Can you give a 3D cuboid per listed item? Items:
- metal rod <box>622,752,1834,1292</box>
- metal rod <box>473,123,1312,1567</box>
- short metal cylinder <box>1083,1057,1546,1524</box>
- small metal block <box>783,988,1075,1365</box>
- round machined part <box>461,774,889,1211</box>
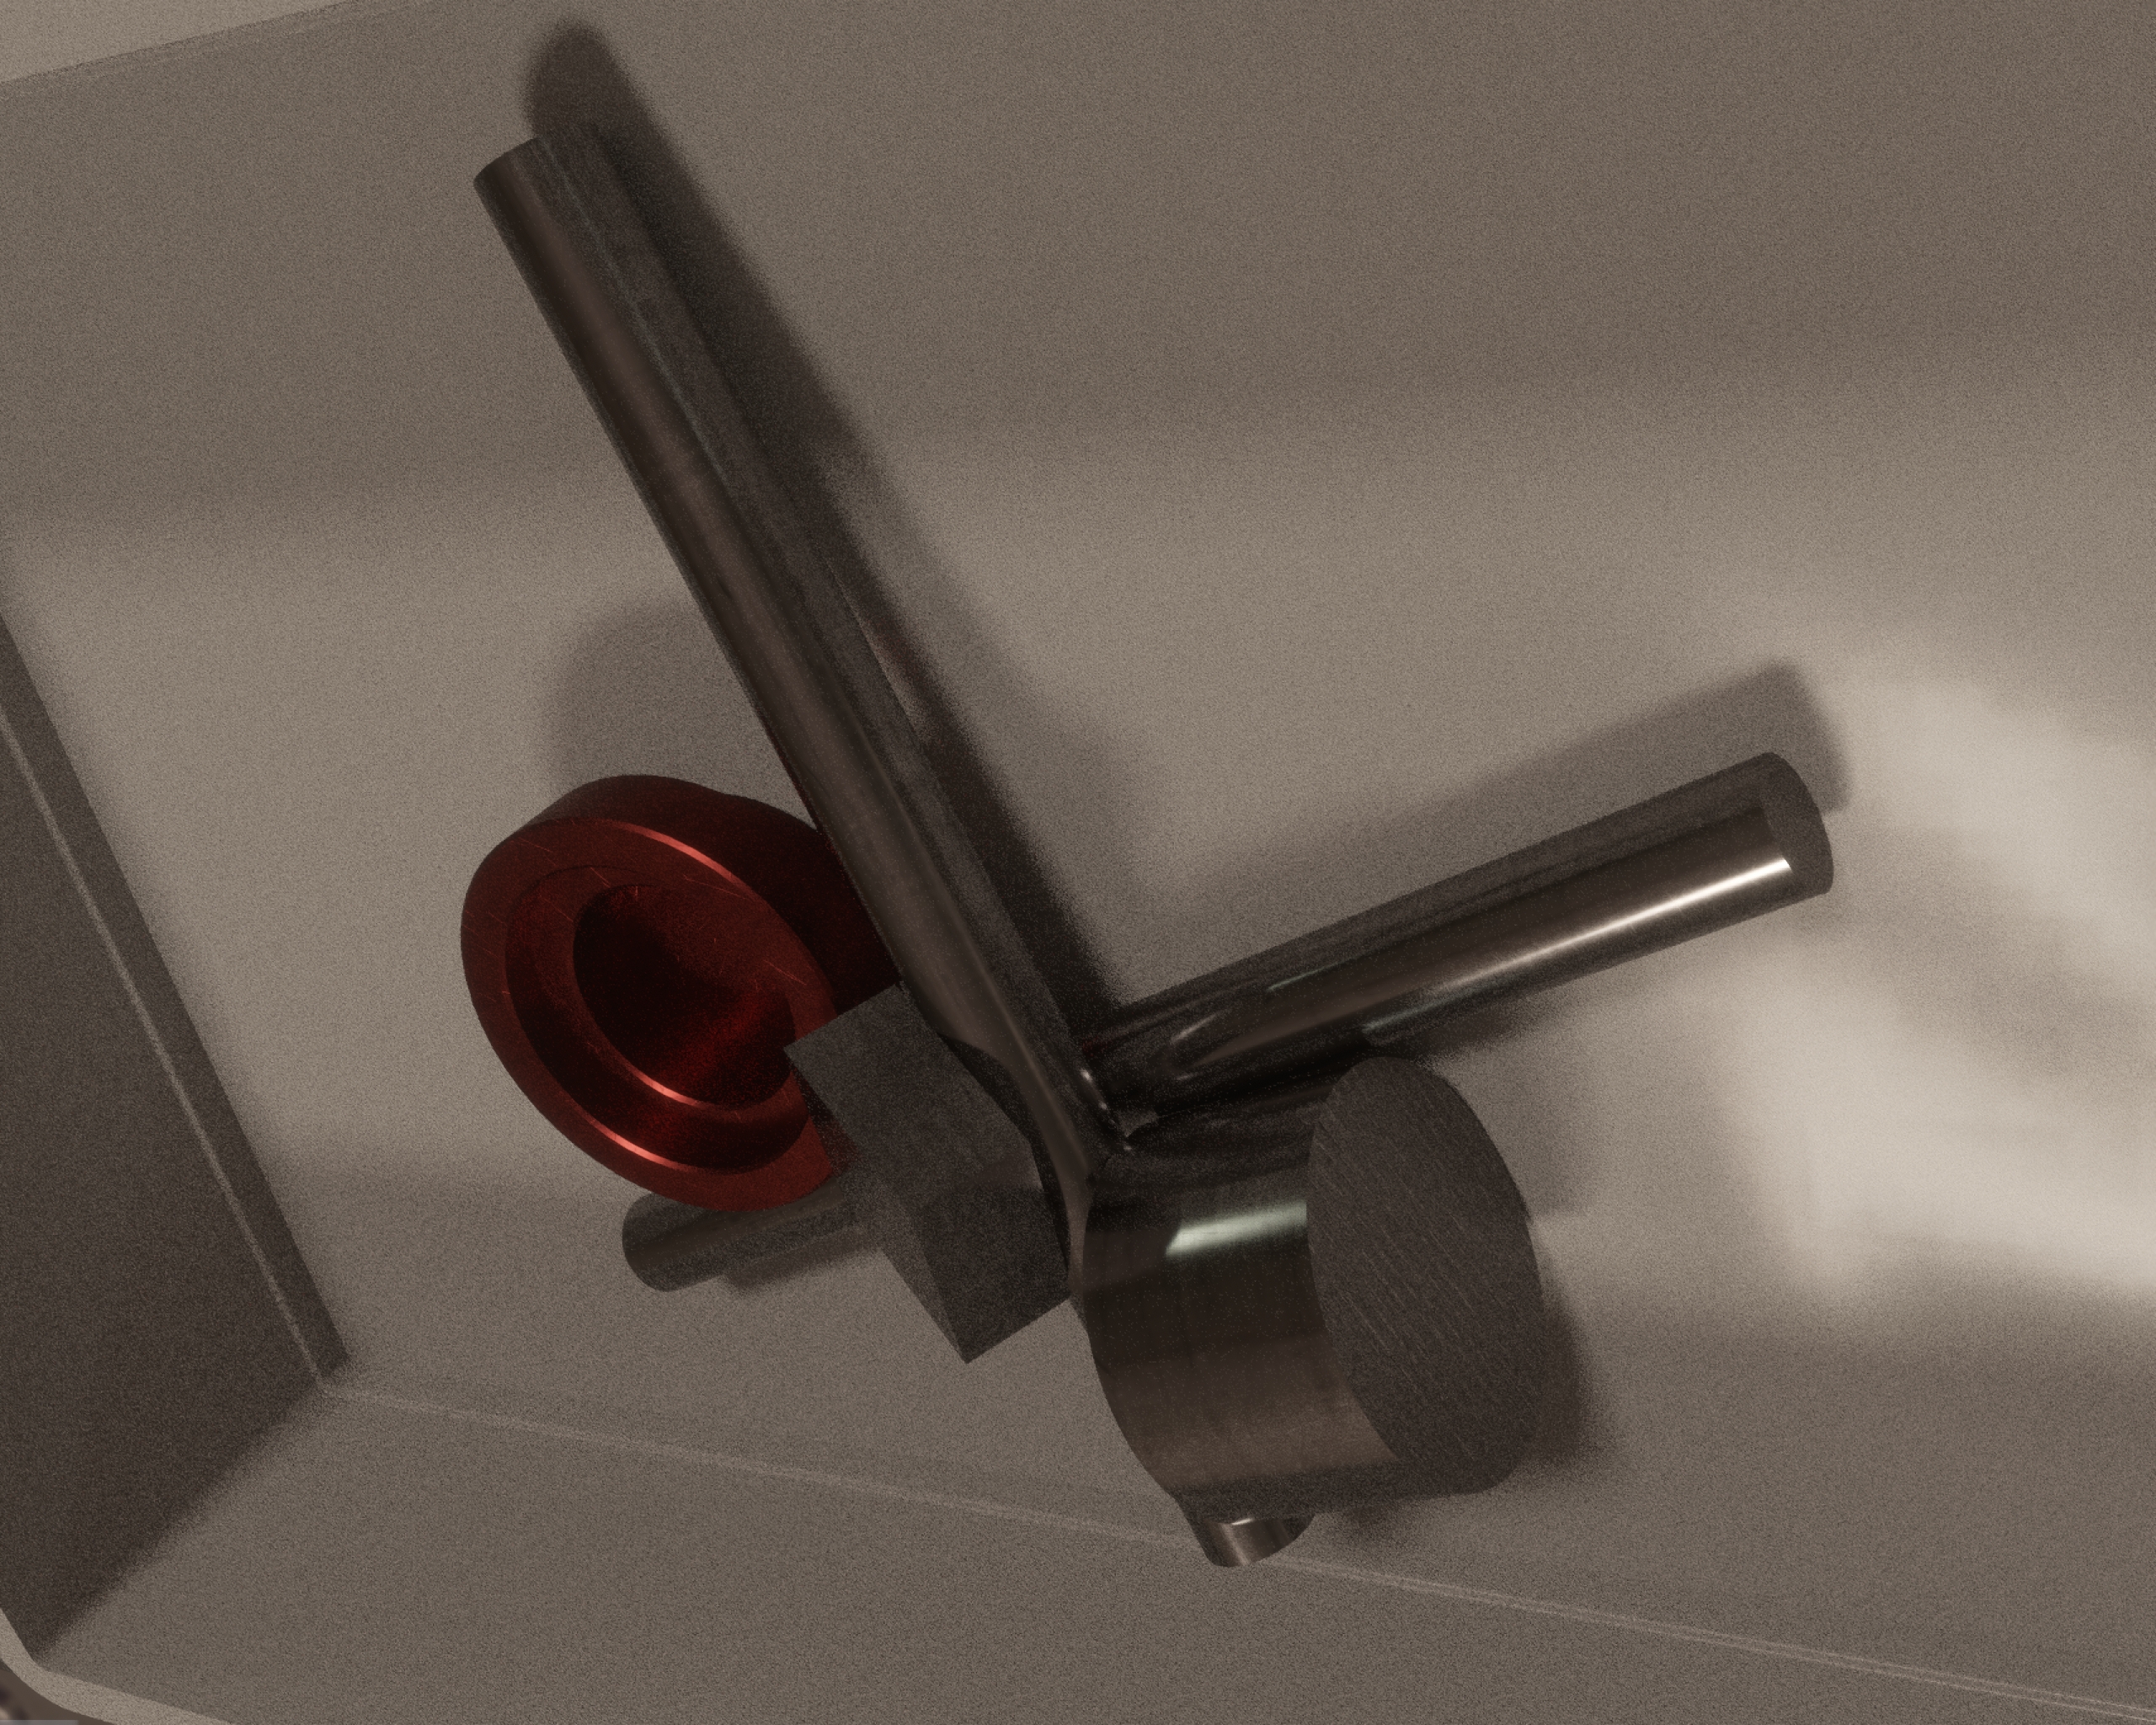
[{"bbox_3d":[0.007,0.044,0.429,0.299,0.025,0.025,-25,105,36],"label":"metal rod"},{"bbox_3d":[-0.030,0.003,0.400,0.025,0.025,0.299,-21,101,35],"label":"metal rod"},{"bbox_3d":[0.046,0.082,0.396,0.050,0.080,0.080,-21,107,36],"label":"short metal cylinder"},{"bbox_3d":[-0.029,0.060,0.405,0.050,0.025,0.050,44,157,41],"label":"small metal block"},{"bbox_3d":[-0.080,0.024,0.451,0.098,0.042,0.097,13,124,20],"label":"round machined part"}]
